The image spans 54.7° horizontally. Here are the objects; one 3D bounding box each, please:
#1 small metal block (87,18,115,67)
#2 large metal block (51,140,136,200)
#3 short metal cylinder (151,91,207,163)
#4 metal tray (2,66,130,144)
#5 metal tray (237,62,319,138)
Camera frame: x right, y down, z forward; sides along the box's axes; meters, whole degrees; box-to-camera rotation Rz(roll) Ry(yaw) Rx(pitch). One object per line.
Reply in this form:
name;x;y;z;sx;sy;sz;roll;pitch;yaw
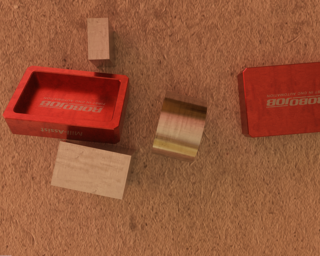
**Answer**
small metal block;-0.074;-0.107;0.397;0.025;0.050;0.050;-2;90;0
large metal block;-0.076;0.046;0.382;0.080;0.080;0.050;12;90;0
short metal cylinder;0.023;-0.001;0.383;0.050;0.080;0.080;14;90;0
metal tray;-0.108;-0.030;0.381;0.131;0.030;0.090;6;51;0
metal tray;0.174;-0.037;0.409;0.131;0.030;0.089;-5;90;0
